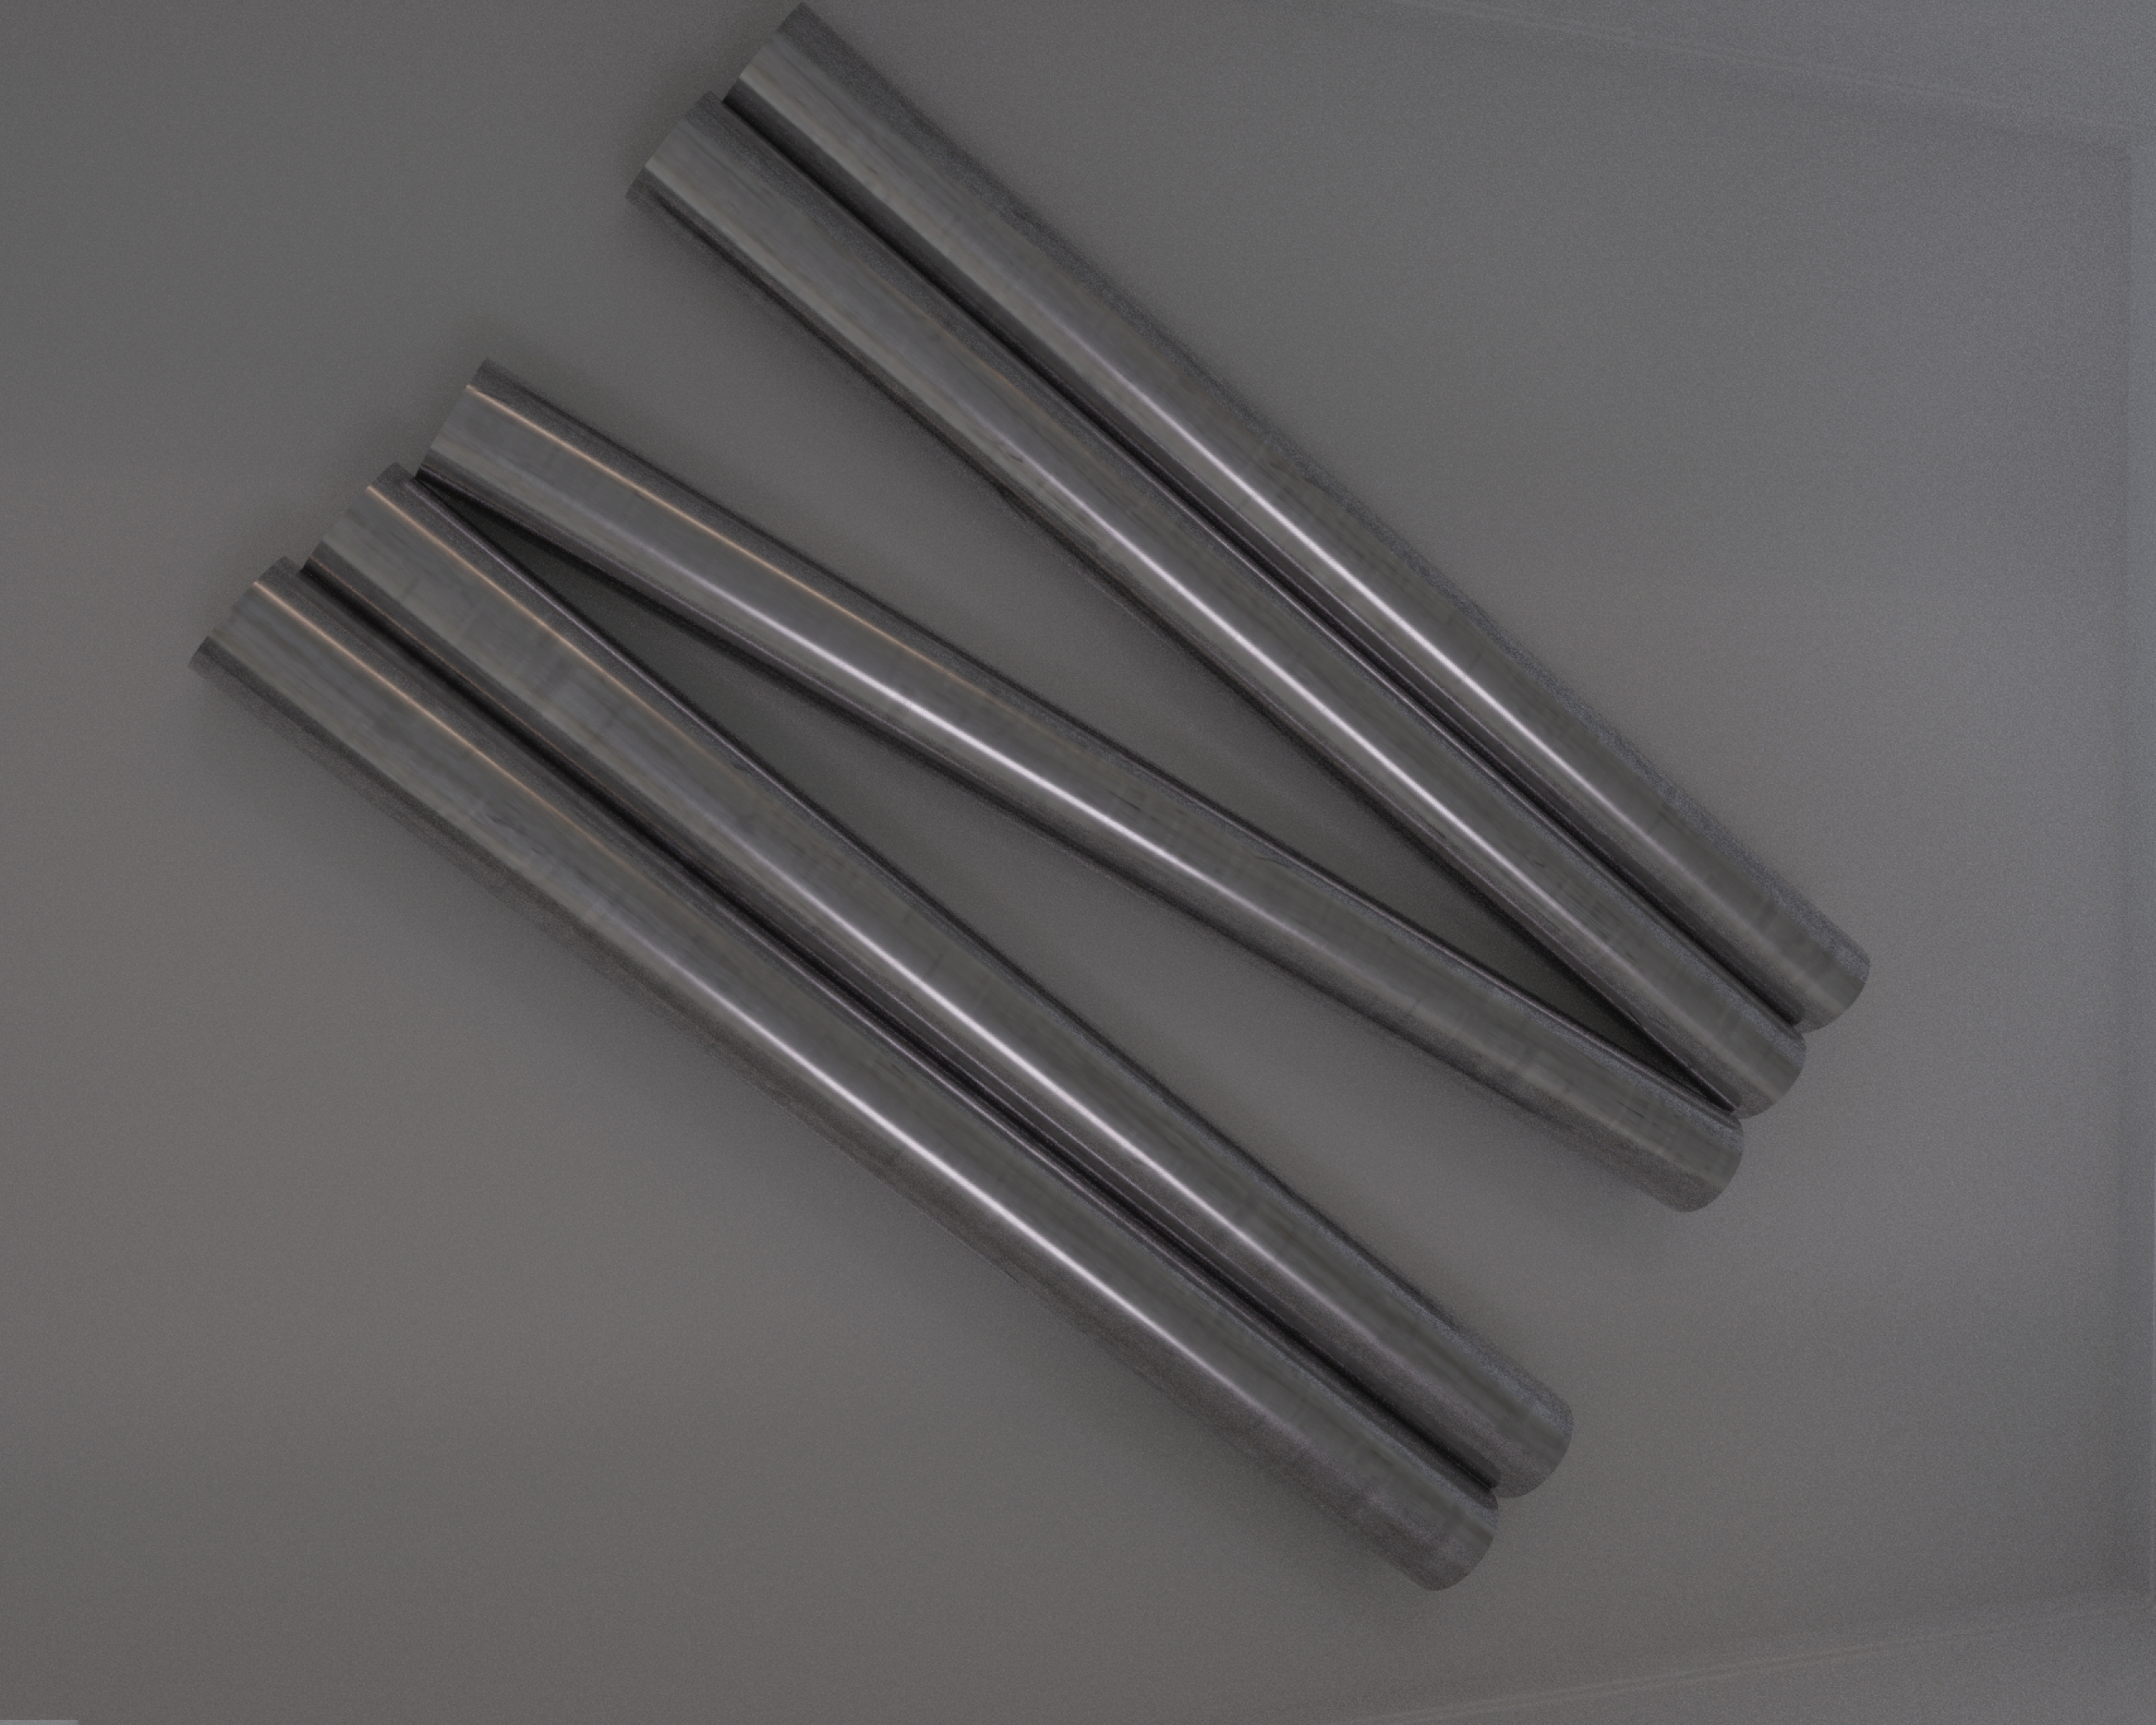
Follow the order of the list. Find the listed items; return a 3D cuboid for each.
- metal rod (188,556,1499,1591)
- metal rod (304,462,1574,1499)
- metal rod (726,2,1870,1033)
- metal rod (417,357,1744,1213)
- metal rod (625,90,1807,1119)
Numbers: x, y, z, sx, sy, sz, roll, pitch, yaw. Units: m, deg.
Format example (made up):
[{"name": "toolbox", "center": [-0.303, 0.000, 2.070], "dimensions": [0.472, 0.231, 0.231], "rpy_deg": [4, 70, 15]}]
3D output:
[{"name": "metal rod", "center": [-0.032, 0.049, 0.397], "dimensions": [0.301, 0.025, 0.025], "rpy_deg": [40, 78, -16]}, {"name": "metal rod", "center": [-0.015, 0.032, 0.404], "dimensions": [0.301, 0.025, 0.025], "rpy_deg": [40, 78, -16]}, {"name": "metal rod", "center": [0.055, -0.061, 0.429], "dimensions": [0.301, 0.025, 0.025], "rpy_deg": [38, 78, -16]}, {"name": "metal rod", "center": [0.013, -0.006, 0.414], "dimensions": [0.301, 0.025, 0.025], "rpy_deg": [30, 80, -18]}, {"name": "metal rod", "center": [0.039, -0.042, 0.423], "dimensions": [0.301, 0.025, 0.025], "rpy_deg": [38, 78, -16]}]
